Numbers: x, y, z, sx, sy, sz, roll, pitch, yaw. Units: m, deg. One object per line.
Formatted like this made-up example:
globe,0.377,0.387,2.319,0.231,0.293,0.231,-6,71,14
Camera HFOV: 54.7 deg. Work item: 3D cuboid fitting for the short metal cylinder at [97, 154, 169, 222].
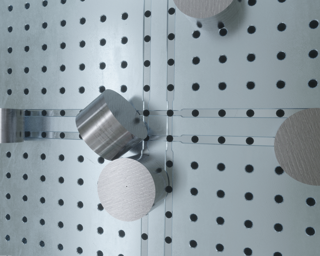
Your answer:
short metal cylinder,-0.035,0.077,0.412,0.080,0.050,0.079,0,90,20

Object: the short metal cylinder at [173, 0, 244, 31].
short metal cylinder,0.060,-0.166,0.378,0.080,0.050,0.079,0,90,20

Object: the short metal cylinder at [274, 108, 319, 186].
short metal cylinder,0.168,0.019,0.340,0.080,0.050,0.079,0,90,20

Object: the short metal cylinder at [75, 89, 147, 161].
short metal cylinder,-0.062,-0.004,0.405,0.050,0.080,0.080,-38,78,16

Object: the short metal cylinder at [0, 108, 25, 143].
short metal cylinder,-0.250,-0.004,0.471,0.080,0.080,0.050,1,91,20
